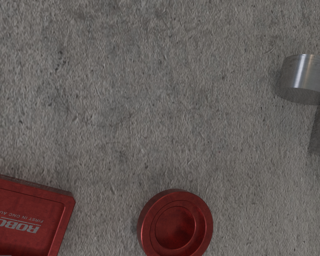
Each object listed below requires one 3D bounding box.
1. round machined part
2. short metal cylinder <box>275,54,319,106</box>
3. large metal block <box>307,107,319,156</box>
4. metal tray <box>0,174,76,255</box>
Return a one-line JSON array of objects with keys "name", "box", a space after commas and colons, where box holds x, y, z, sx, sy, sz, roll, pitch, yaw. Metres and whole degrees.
[{"name": "round machined part", "box": [0.017, 0.128, 0.407, 0.099, 0.042, 0.097, 0, 90, -20]}, {"name": "short metal cylinder", "box": [0.219, -0.070, 0.461, 0.081, 0.080, 0.050, 18, 84, -19]}, {"name": "large metal block", "box": [0.299, 0.013, 0.507, 0.081, 0.050, 0.080, 17, 84, -20]}, {"name": "metal tray", "box": [-0.172, 0.102, 0.343, 0.131, 0.030, 0.090, 20, 83, -19]}]
